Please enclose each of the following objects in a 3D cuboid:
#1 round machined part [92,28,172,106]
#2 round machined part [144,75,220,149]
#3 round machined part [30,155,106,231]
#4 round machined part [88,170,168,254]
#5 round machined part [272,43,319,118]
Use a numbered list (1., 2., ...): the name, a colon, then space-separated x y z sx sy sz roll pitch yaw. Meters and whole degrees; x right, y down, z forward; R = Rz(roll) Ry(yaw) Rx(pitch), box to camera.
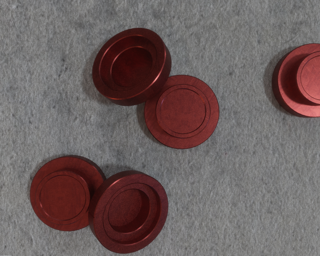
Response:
1. round machined part: -0.031 -0.072 0.387 0.098 0.042 0.098 -8 68 20
2. round machined part: 0.029 -0.021 0.402 0.099 0.042 0.097 0 90 -1
3. round machined part: -0.119 0.085 0.400 0.099 0.042 0.097 0 90 -1
4. round machined part: -0.042 0.100 0.387 0.099 0.042 0.097 -4 98 -30
5. round machined part: 0.202 -0.063 0.404 0.099 0.042 0.097 0 90 -1
